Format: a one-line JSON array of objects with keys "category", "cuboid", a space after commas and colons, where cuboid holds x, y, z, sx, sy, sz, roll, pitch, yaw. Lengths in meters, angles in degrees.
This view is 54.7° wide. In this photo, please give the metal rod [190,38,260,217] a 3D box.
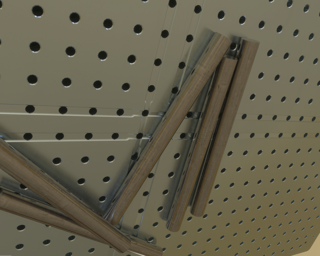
[{"category": "metal rod", "cuboid": [0.091, 0.015, 0.472, 0.025, 0.025, 0.298, -3, 120, -27]}]

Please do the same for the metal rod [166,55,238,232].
[{"category": "metal rod", "cuboid": [0.056, 0.038, 0.467, 0.025, 0.025, 0.298, 0, 119, -29]}]

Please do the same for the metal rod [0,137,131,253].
[{"category": "metal rod", "cuboid": [-0.129, 0.077, 0.373, 0.025, 0.025, 0.300, -40, 125, -2]}]

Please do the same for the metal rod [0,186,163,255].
[{"category": "metal rod", "cuboid": [-0.097, 0.150, 0.452, 0.025, 0.025, 0.301, -48, 129, 5]}]

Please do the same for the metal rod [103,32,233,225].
[{"category": "metal rod", "cuboid": [0.004, 0.010, 0.421, 0.025, 0.025, 0.299, 21, 107, -37]}]
